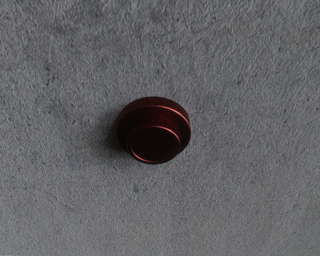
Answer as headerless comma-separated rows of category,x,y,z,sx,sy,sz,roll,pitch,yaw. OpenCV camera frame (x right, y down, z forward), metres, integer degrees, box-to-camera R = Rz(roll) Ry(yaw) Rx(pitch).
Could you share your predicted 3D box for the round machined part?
round machined part,-0.008,0.010,0.406,0.099,0.042,0.097,-1,130,0
